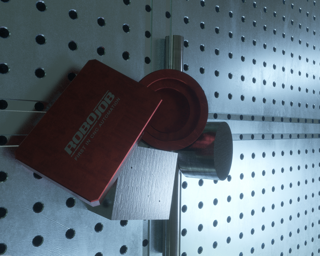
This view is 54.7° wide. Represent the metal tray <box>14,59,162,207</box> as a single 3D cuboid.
[{"bbox_3d":[-0.067,0.001,0.317,0.090,0.030,0.130,29,67,5],"label":"metal tray"}]

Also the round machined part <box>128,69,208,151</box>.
[{"bbox_3d":[0.007,-0.021,0.387,0.099,0.042,0.097,0,89,-15],"label":"round machined part"}]

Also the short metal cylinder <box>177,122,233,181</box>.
[{"bbox_3d":[0.065,0.031,0.430,0.080,0.050,0.079,-1,91,-60],"label":"short metal cylinder"}]

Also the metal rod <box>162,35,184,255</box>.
[{"bbox_3d":[0.018,0.025,0.425,0.025,0.025,0.298,2,89,-40],"label":"metal rod"}]

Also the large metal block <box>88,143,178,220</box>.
[{"bbox_3d":[-0.030,0.063,0.368,0.081,0.050,0.080,13,82,-39],"label":"large metal block"}]
